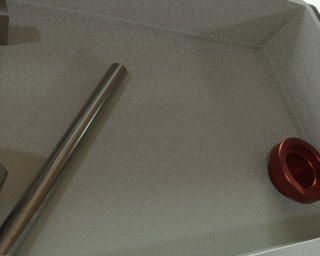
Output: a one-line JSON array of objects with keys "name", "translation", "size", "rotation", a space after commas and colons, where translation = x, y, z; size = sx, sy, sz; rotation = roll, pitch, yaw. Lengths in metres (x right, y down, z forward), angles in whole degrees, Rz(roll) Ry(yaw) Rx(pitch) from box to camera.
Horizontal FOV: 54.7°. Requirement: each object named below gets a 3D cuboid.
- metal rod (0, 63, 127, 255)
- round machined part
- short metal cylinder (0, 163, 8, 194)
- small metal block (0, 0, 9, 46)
[{"name": "metal rod", "translation": [-0.103, 0.030, 0.332], "size": [0.025, 0.025, 0.300], "rotation": [31, 52, -9]}, {"name": "round machined part", "translation": [0.204, 0.067, 0.467], "size": [0.099, 0.042, 0.098], "rotation": [14, 56, -21]}, {"name": "short metal cylinder", "translation": [-0.173, 0.049, 0.247], "size": [0.081, 0.080, 0.050], "rotation": [20, 54, -17]}, {"name": "small metal block", "translation": [-0.204, -0.121, 0.354], "size": [0.050, 0.050, 0.025], "rotation": [-8, 66, -32]}]
